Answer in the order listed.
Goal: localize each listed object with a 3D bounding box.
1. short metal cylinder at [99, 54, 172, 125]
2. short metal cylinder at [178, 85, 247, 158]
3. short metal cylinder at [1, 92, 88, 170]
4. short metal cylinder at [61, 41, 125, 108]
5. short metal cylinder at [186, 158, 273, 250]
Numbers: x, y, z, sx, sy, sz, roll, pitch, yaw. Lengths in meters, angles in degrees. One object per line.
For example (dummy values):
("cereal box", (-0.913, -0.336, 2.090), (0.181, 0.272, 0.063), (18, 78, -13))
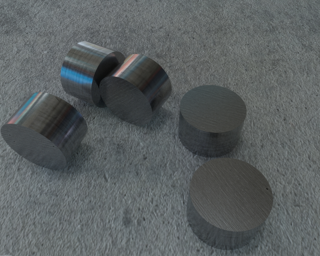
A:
("short metal cylinder", (-0.032, -0.050, 0.409), (0.080, 0.080, 0.050), (23, 54, 18))
("short metal cylinder", (0.065, -0.009, 0.395), (0.080, 0.050, 0.080), (0, 50, 0))
("short metal cylinder", (-0.133, 0.005, 0.362), (0.080, 0.080, 0.050), (15, 52, 12))
("short metal cylinder", (-0.089, -0.074, 0.428), (0.050, 0.080, 0.080), (23, 54, 19))
("short metal cylinder", (0.069, 0.078, 0.322), (0.080, 0.050, 0.080), (0, 50, 0))
